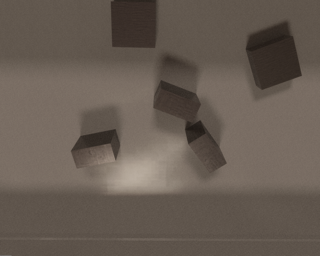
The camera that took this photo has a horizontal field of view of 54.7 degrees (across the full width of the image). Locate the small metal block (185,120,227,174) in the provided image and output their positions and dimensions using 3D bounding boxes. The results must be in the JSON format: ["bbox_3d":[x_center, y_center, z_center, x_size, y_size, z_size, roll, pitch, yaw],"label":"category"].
[{"bbox_3d":[0.059,0.024,0.408,0.025,0.050,0.050,-34,107,11],"label":"small metal block"}]

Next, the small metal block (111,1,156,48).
[{"bbox_3d":[-0.030,-0.122,0.366,0.050,0.025,0.050,1,110,-1],"label":"small metal block"}]

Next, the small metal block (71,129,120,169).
[{"bbox_3d":[-0.083,0.026,0.407,0.050,0.050,0.025,-11,110,3],"label":"small metal block"}]

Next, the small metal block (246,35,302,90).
[{"bbox_3d":[0.140,-0.081,0.383,0.050,0.025,0.050,-20,109,6],"label":"small metal block"}]

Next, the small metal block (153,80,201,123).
[{"bbox_3d":[0.020,-0.034,0.386,0.050,0.050,0.025,20,109,-8],"label":"small metal block"}]
